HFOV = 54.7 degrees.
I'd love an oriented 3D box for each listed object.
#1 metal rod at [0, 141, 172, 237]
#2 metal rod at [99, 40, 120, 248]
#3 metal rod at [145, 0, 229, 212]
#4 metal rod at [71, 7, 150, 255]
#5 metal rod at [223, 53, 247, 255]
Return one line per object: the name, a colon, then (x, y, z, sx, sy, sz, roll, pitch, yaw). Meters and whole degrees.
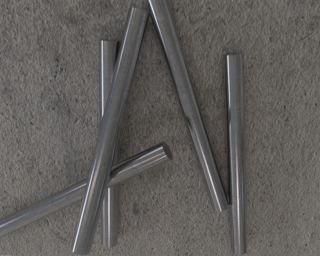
metal rod: (-0.120, 0.091, 0.422, 0.300, 0.025, 0.025, -26, 108, 17)
metal rod: (-0.069, 0.035, 0.421, 0.025, 0.025, 0.298, 3, 110, -1)
metal rod: (0.042, -0.019, 0.402, 0.025, 0.025, 0.298, -17, 109, 6)
metal rod: (-0.061, 0.008, 0.374, 0.025, 0.025, 0.298, 14, 95, -5)
metal rod: (0.106, 0.048, 0.428, 0.025, 0.025, 0.298, -6, 110, 2)
